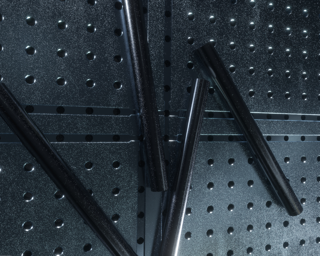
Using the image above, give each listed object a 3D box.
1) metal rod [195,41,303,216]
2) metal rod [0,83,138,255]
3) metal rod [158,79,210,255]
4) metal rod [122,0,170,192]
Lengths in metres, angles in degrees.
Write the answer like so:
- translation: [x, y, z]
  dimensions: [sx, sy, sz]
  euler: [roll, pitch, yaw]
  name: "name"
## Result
- translation: [0.138, 0.008, 0.465]
  dimensions: [0.025, 0.025, 0.299]
  euler: [-35, 102, -17]
  name: "metal rod"
- translation: [-0.103, 0.078, 0.375]
  dimensions: [0.025, 0.025, 0.299]
  euler: [-38, 102, -16]
  name: "metal rod"
- translation: [0.029, 0.080, 0.424]
  dimensions: [0.025, 0.025, 0.298]
  euler: [13, 86, -20]
  name: "metal rod"
- translation: [-0.022, -0.066, 0.405]
  dimensions: [0.025, 0.025, 0.298]
  euler: [-10, 93, -20]
  name: "metal rod"
